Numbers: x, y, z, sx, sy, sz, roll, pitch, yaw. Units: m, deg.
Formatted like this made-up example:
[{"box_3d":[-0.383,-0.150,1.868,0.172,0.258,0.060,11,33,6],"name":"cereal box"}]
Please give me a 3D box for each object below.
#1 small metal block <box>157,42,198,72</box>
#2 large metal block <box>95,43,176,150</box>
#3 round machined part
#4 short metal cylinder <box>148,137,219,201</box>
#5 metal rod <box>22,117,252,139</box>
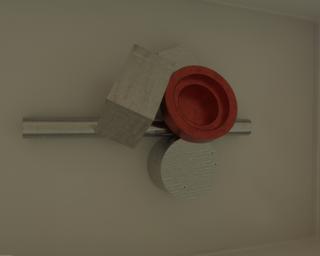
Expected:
[{"box_3d":[0.023,-0.082,0.419,0.050,0.025,0.050,-22,98,-19],"name":"small metal block"},{"box_3d":[-0.030,-0.033,0.354,0.050,0.080,0.080,25,59,-8],"name":"large metal block"},{"box_3d":[0.046,-0.027,0.398,0.099,0.042,0.098,6,70,-18],"name":"round machined part"},{"box_3d":[0.030,0.050,0.407,0.081,0.050,0.079,0,90,-21],"name":"short metal cylinder"},{"box_3d":[-0.013,-0.001,0.403,0.303,0.025,0.025,0,90,-21],"name":"metal rod"}]
